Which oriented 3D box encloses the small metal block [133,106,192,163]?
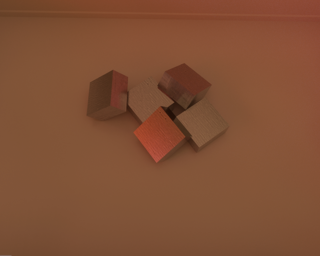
[{"bbox_3d":[0.003,0.008,0.393,0.050,0.025,0.050,-44,73,18],"label":"small metal block"}]

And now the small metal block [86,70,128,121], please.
[{"bbox_3d":[-0.069,-0.042,0.408,0.050,0.025,0.050,-17,63,40],"label":"small metal block"}]

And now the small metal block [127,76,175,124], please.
[{"bbox_3d":[-0.016,-0.034,0.420,0.050,0.025,0.050,-36,74,-13],"label":"small metal block"}]

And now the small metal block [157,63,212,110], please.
[{"bbox_3d":[0.034,-0.057,0.417,0.050,0.025,0.050,41,40,13],"label":"small metal block"}]

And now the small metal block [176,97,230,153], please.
[{"bbox_3d":[0.055,-0.004,0.410,0.050,0.025,0.050,-34,74,-12],"label":"small metal block"}]
